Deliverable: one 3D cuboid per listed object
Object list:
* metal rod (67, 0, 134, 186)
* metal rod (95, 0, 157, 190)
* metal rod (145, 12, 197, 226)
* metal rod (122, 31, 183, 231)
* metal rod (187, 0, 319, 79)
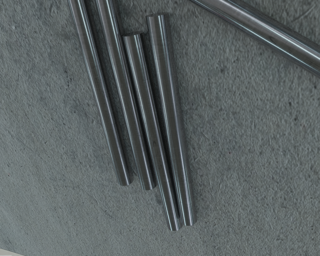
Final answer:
[{"bbox_3d":[-0.078,-0.048,0.418,0.025,0.025,0.298,4,121,26],"label":"metal rod"},{"bbox_3d":[-0.042,-0.044,0.401,0.025,0.025,0.298,4,120,26],"label":"metal rod"},{"bbox_3d":[0.020,0.008,0.401,0.025,0.025,0.298,4,121,26],"label":"metal rod"},{"bbox_3d":[-0.003,0.022,0.422,0.025,0.025,0.298,3,120,27],"label":"metal rod"},{"bbox_3d":[0.062,-0.119,0.300,0.301,0.025,0.025,33,129,6],"label":"metal rod"}]
